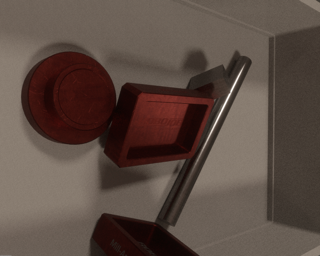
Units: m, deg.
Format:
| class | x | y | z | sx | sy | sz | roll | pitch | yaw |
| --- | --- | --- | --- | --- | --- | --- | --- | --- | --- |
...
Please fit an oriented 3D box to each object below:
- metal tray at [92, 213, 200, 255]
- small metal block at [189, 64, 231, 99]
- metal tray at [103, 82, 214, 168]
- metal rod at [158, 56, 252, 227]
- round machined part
| class | x | y | z | sx | sy | sz | roll | pitch | yaw |
| --- | --- | --- | --- | --- | --- | --- | --- | --- | --- |
| metal tray | -0.005 | 0.139 | 0.334 | 0.090 | 0.130 | 0.030 | 24 | 87 | -38 |
| small metal block | 0.071 | -0.061 | 0.439 | 0.025 | 0.050 | 0.050 | 59 | 23 | -24 |
| metal tray | 0.003 | -0.003 | 0.377 | 0.131 | 0.030 | 0.089 | -1 | 117 | -45 |
| metal rod | 0.077 | 0.006 | 0.473 | 0.025 | 0.025 | 0.300 | 44 | 63 | -32 |
| round machined part | -0.087 | -0.031 | 0.324 | 0.099 | 0.042 | 0.097 | 0 | 90 | -40 |
